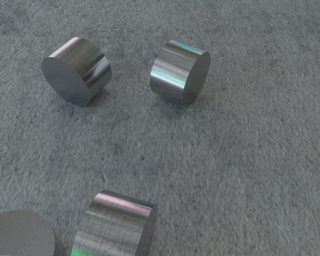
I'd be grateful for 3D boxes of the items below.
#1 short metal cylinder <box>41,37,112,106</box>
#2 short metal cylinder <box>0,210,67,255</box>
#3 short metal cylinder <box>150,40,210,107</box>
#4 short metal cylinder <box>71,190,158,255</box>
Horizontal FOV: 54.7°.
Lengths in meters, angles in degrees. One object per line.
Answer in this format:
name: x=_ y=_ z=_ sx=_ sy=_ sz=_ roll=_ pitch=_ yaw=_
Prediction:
short metal cylinder: x=-0.115 y=-0.078 z=0.431 sx=0.080 sy=0.080 sz=0.050 roll=24 pitch=54 yaw=18
short metal cylinder: x=-0.131 y=0.123 z=0.282 sx=0.081 sy=0.050 sz=0.080 roll=0 pitch=50 yaw=0
short metal cylinder: x=0.029 y=-0.076 z=0.432 sx=0.050 sy=0.080 sz=0.080 roll=26 pitch=55 yaw=20
short metal cylinder: x=-0.038 y=0.102 z=0.281 sx=0.050 sy=0.080 sz=0.080 roll=14 pitch=51 yaw=11
